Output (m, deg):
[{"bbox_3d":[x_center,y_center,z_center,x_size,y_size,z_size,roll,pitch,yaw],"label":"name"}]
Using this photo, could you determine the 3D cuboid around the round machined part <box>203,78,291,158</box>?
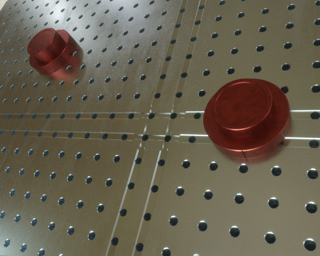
[{"bbox_3d":[0.097,-0.018,0.358,0.098,0.042,0.098,-13,56,21],"label":"round machined part"}]

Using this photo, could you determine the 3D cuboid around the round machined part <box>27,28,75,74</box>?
[{"bbox_3d":[-0.221,-0.158,0.612,0.098,0.042,0.098,-13,56,21],"label":"round machined part"}]
